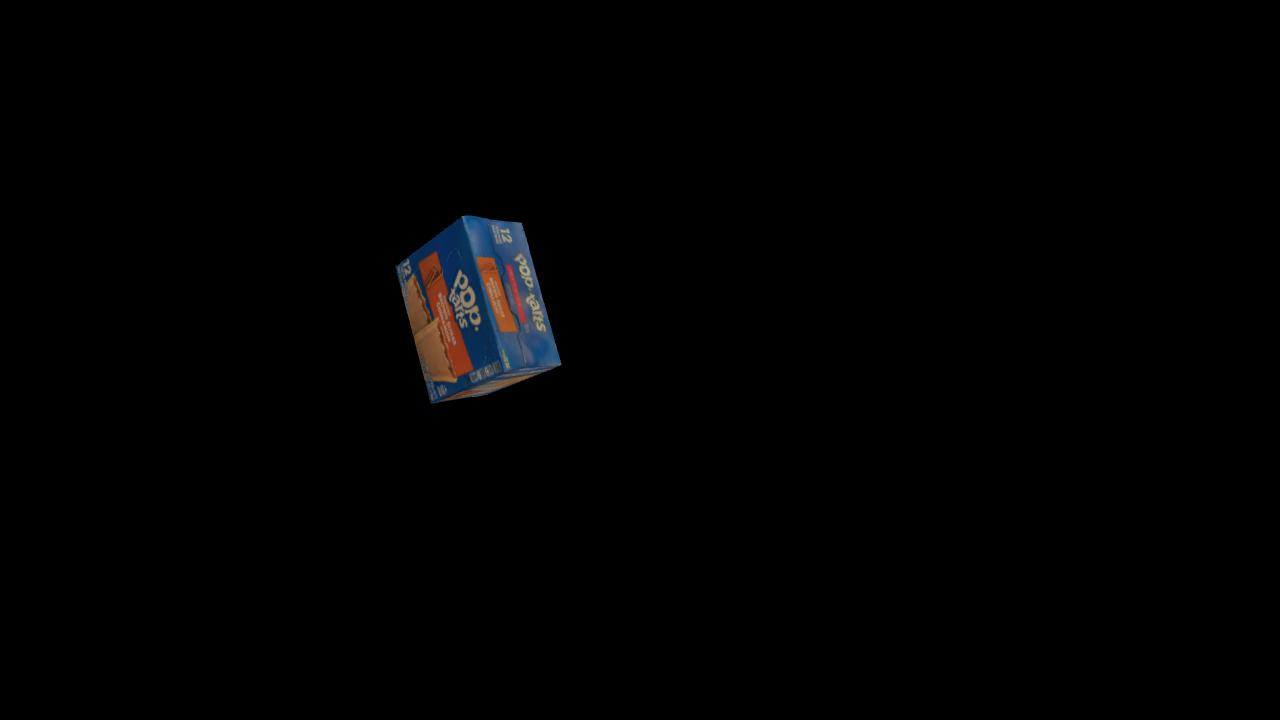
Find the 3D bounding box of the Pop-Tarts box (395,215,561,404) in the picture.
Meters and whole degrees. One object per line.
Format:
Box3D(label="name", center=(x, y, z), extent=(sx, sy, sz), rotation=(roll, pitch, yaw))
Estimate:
Box3D(label="Pop-Tarts box", center=(-0.182, -0.051, 0.680), extent=(0.141, 0.167, 0.083), rotation=(-20, -6, 38))
